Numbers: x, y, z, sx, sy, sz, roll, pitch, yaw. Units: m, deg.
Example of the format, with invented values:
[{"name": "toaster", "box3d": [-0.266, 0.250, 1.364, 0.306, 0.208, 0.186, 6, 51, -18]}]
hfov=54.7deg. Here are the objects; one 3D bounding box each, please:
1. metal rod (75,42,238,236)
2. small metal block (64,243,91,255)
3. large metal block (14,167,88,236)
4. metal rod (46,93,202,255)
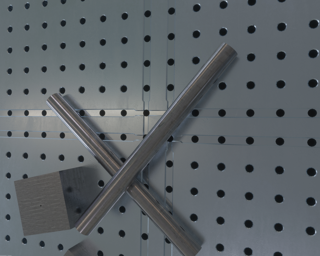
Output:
[{"name": "metal rod", "box3d": [-0.008, 0.018, 0.396, 0.025, 0.025, 0.299, 41, 96, 15]}, {"name": "small metal block", "box3d": [-0.124, 0.210, 0.456, 0.050, 0.025, 0.050, 40, 102, 15]}, {"name": "large metal block", "box3d": [-0.157, 0.106, 0.455, 0.080, 0.050, 0.080, -14, 85, 19]}, {"name": "metal rod", "box3d": [-0.058, 0.059, 0.433, 0.300, 0.025, 0.025, 45, 104, 14]}]
